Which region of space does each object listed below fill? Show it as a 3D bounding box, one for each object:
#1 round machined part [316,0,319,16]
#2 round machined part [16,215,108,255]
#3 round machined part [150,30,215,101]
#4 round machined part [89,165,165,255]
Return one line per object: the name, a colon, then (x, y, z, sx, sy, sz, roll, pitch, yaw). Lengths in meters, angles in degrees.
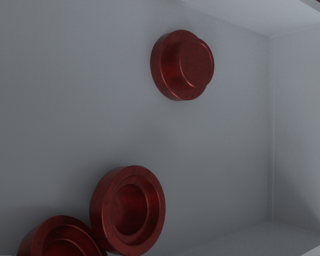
round machined part: (0.416, -0.306, 0.751, 0.099, 0.042, 0.097, 0, 90, -40)
round machined part: (-0.095, 0.137, 0.295, 0.098, 0.042, 0.098, 48, 17, -19)
round machined part: (0.038, -0.087, 0.429, 0.099, 0.042, 0.097, 0, 90, -40)
round machined part: (-0.041, 0.093, 0.354, 0.099, 0.042, 0.098, 15, 71, -48)
